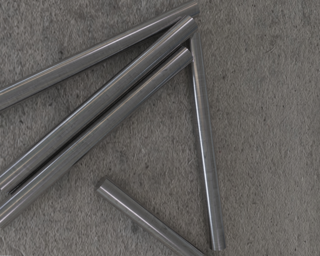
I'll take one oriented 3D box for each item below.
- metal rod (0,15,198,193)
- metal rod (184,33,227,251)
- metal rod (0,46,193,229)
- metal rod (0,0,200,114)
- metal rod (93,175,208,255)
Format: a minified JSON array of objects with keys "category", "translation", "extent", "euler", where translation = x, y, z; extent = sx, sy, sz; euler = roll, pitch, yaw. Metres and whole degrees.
[{"category":"metal rod","translation":[-0.068,-0.036,0.374],"extent":[0.301,0.025,0.025],"euler":[-43,104,-11]},{"category":"metal rod","translation":[0.063,0.020,0.431],"extent":[0.025,0.025,0.298],"euler":[-8,93,-20]},{"category":"metal rod","translation":[-0.073,0.002,0.375],"extent":[0.301,0.025,0.025],"euler":[-43,104,-12]},{"category":"metal rod","translation":[-0.077,-0.090,0.380],"extent":[0.302,0.025,0.025],"euler":[-31,100,-17]},{"category":"metal rod","translation":[0.034,0.165,0.421],"extent":[0.300,0.025,0.025],"euler":[42,77,-15]}]
